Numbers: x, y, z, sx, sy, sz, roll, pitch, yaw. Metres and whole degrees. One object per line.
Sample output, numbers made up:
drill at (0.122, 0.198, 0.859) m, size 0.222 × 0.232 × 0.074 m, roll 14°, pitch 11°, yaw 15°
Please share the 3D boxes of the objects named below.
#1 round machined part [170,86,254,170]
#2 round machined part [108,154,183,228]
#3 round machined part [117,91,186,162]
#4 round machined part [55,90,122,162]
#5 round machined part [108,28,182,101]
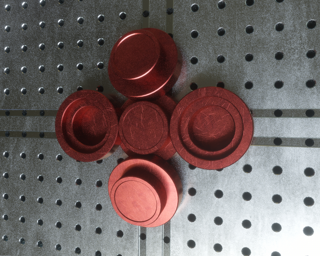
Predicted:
round machined part at (0.065, 0.000, 0.380) m, size 0.098 × 0.042 × 0.097 m, roll 0°, pitch 90°, yaw 19°
round machined part at (-0.024, 0.085, 0.399) m, size 0.098 × 0.042 × 0.097 m, roll 5°, pitch 106°, yaw 18°
round machined part at (-0.015, -0.001, 0.407) m, size 0.098 × 0.042 × 0.097 m, roll 0°, pitch 90°, yaw 19°
round machined part at (-0.093, -0.003, 0.435) m, size 0.098 × 0.042 × 0.097 m, roll 0°, pitch 90°, yaw 19°
round machined part at (-0.025, -0.086, 0.399) m, size 0.098 × 0.042 × 0.098 m, roll -5°, pitch 74°, yaw 20°
